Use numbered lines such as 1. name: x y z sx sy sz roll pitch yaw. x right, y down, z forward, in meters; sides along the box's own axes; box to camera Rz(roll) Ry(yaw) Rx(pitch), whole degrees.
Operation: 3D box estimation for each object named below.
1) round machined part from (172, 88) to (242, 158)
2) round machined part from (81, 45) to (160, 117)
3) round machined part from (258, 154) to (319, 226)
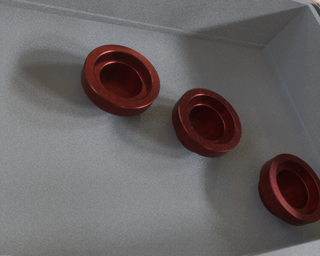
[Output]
1. round machined part: 0.060 -0.003 0.429 0.099 0.042 0.098 14 56 -21
2. round machined part: -0.053 -0.056 0.400 0.099 0.042 0.098 14 56 -21
3. round machined part: 0.179 0.089 0.437 0.099 0.042 0.098 14 56 -21
